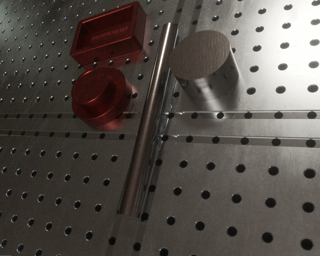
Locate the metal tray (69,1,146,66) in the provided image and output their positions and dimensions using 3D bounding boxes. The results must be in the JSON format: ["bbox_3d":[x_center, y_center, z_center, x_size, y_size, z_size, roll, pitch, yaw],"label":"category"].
[{"bbox_3d":[-0.093,-0.168,0.554,0.130,0.030,0.090,-10,57,22],"label":"metal tray"}]

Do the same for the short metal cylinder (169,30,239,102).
[{"bbox_3d":[0.059,-0.082,0.411,0.080,0.050,0.080,-13,56,20],"label":"short metal cylinder"}]

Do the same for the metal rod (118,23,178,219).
[{"bbox_3d":[-0.010,-0.027,0.428,0.025,0.025,0.299,-3,60,26],"label":"metal rod"}]

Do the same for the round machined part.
[{"bbox_3d":[-0.097,-0.056,0.480,0.098,0.042,0.098,-13,56,20],"label":"round machined part"}]
